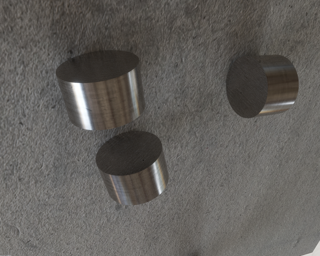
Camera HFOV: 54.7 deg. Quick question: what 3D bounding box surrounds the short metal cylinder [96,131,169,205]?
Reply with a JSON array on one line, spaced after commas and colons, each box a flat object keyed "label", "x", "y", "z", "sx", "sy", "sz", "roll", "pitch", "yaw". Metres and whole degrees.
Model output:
[{"label": "short metal cylinder", "x": -0.033, "y": 0.047, "z": 0.383, "sx": 0.081, "sy": 0.080, "sz": 0.050, "roll": -23, "pitch": 127, "yaw": -15}]

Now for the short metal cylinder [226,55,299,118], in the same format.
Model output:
[{"label": "short metal cylinder", "x": 0.132, "y": -0.055, "z": 0.409, "sx": 0.050, "sy": 0.080, "sz": 0.079, "roll": -8, "pitch": 122, "yaw": -24}]

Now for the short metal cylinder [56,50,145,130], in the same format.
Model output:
[{"label": "short metal cylinder", "x": -0.058, "y": -0.041, "z": 0.314, "sx": 0.081, "sy": 0.080, "sz": 0.050, "roll": -18, "pitch": 126, "yaw": -18}]
